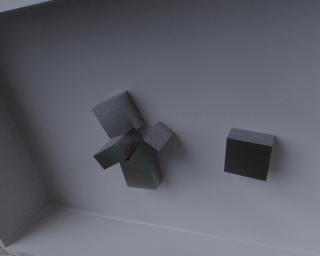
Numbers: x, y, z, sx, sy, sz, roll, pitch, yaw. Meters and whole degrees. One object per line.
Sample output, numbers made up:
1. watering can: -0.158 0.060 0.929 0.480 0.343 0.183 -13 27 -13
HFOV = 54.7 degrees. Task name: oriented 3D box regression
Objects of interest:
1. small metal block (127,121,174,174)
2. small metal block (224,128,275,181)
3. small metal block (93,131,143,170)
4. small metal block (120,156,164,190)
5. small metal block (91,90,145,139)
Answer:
1. small metal block: -0.012 0.025 0.413 0.025 0.050 0.050 37 129 3
2. small metal block: 0.106 0.031 0.371 0.050 0.025 0.050 11 123 22
3. small metal block: -0.058 0.028 0.439 0.050 0.050 0.025 -28 103 37
4. small metal block: -0.028 0.062 0.460 0.050 0.025 0.050 0 119 28
5. small metal block: -0.058 -0.017 0.427 0.050 0.025 0.050 -18 109 35
